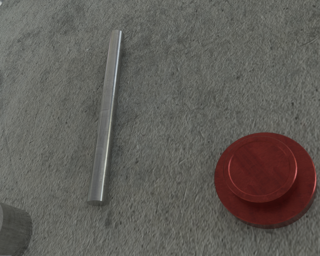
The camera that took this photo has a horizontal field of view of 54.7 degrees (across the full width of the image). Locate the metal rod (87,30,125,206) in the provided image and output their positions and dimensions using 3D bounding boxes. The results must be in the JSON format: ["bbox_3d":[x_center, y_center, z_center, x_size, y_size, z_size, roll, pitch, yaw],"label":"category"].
[{"bbox_3d":[-0.077,-0.034,0.464,0.025,0.025,0.299,-13,56,21],"label":"metal rod"}]

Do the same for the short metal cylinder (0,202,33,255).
[{"bbox_3d":[-0.222,0.143,0.417,0.080,0.050,0.080,-13,56,21],"label":"short metal cylinder"}]

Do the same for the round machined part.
[{"bbox_3d":[0.102,0.047,0.311,0.098,0.042,0.098,-13,56,21],"label":"round machined part"}]
